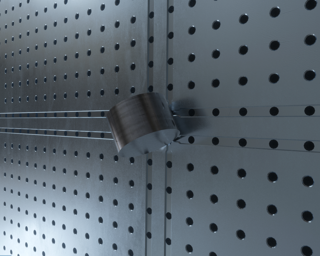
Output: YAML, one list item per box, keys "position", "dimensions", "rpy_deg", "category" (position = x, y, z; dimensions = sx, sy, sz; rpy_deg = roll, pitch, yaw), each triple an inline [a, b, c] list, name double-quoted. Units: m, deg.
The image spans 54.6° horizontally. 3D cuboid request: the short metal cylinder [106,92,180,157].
- position: [-0.021, -0.002, 0.391]
  dimensions: [0.080, 0.081, 0.050]
  rpy_deg: [-35, 68, 35]
  category: "short metal cylinder"
